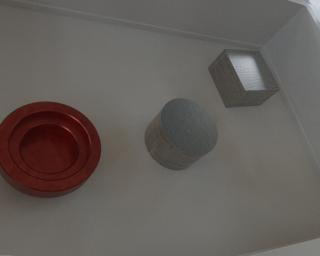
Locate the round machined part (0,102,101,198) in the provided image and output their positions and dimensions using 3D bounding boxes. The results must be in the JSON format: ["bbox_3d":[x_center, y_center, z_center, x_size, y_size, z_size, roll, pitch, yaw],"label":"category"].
[{"bbox_3d":[-0.114,0.025,0.319,0.099,0.042,0.098,14,56,-21],"label":"round machined part"}]

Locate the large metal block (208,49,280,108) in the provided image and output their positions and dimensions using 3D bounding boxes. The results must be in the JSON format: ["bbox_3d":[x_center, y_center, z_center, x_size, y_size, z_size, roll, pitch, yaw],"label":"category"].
[{"bbox_3d":[0.139,-0.083,0.517,0.081,0.050,0.080,-6,65,-31],"label":"large metal block"}]

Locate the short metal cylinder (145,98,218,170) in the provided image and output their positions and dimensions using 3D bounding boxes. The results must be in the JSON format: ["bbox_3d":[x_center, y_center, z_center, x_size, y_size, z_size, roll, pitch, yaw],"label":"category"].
[{"bbox_3d":[0.027,0.008,0.401,0.081,0.050,0.080,14,56,-21],"label":"short metal cylinder"}]
